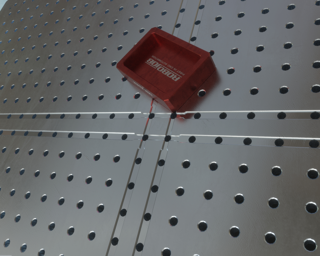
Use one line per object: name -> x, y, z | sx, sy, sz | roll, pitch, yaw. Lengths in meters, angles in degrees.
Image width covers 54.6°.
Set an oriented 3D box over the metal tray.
metal tray -> 0.005, -0.091, 0.458 | 0.090, 0.030, 0.130 | -47, 51, -5
